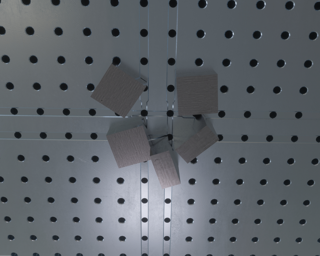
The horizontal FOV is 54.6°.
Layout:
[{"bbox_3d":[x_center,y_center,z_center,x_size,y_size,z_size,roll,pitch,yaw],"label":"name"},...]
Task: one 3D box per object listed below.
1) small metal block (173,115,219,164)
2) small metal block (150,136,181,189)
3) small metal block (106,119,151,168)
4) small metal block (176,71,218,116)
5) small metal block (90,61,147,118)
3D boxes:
[{"bbox_3d":[0.046,0.012,0.405,0.050,0.050,0.025,-39,106,13],"label":"small metal block"},{"bbox_3d":[0.007,0.045,0.417,0.025,0.050,0.050,-17,109,6],"label":"small metal block"},{"bbox_3d":[-0.039,0.021,0.421,0.050,0.025,0.050,-16,110,6],"label":"small metal block"},{"bbox_3d":[0.047,-0.045,0.397,0.050,0.025,0.050,-4,110,1],"label":"small metal block"},{"bbox_3d":[-0.052,-0.049,0.395,0.050,0.025,0.050,33,107,-12],"label":"small metal block"}]
